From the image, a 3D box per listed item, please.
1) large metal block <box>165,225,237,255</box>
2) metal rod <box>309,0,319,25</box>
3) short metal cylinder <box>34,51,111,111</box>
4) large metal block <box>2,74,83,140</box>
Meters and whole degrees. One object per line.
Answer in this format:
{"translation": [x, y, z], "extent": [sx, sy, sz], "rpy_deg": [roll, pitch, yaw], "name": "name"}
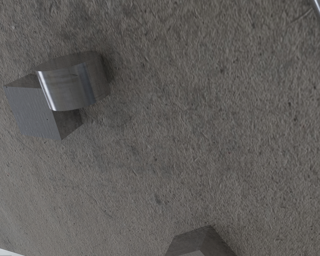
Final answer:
{"translation": [0.066, 0.207, 0.484], "extent": [0.080, 0.050, 0.080], "rpy_deg": [-34, 100, 38], "name": "large metal block"}
{"translation": [0.138, -0.116, 0.262], "extent": [0.025, 0.025, 0.299], "rpy_deg": [-22, 107, 36], "name": "metal rod"}
{"translation": [-0.108, -0.061, 0.391], "extent": [0.080, 0.080, 0.050], "rpy_deg": [2, 120, 27], "name": "short metal cylinder"}
{"translation": [-0.172, -0.033, 0.461], "extent": [0.080, 0.050, 0.079], "rpy_deg": [6, 121, 25], "name": "large metal block"}
